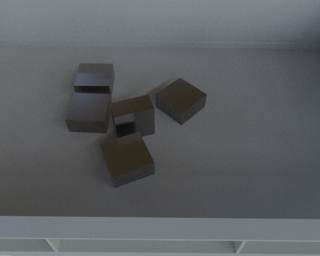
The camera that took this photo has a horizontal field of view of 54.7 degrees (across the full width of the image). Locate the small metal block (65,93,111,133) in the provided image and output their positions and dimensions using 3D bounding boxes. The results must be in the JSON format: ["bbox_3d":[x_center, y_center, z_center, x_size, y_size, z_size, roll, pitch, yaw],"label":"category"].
[{"bbox_3d":[-0.095,-0.021,0.421,0.050,0.025,0.050,3,50,1],"label":"small metal block"}]

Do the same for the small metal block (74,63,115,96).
[{"bbox_3d":[-0.097,-0.071,0.463,0.050,0.025,0.050,1,50,0],"label":"small metal block"}]

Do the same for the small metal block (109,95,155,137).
[{"bbox_3d":[-0.034,-0.011,0.398,0.050,0.050,0.025,-14,52,-12],"label":"small metal block"}]

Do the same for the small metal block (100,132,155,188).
[{"bbox_3d":[-0.039,0.037,0.373,0.050,0.025,0.050,-18,53,-15],"label":"small metal block"}]

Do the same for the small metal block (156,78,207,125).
[{"bbox_3d":[0.029,-0.039,0.438,0.050,0.025,0.050,37,59,26],"label":"small metal block"}]
